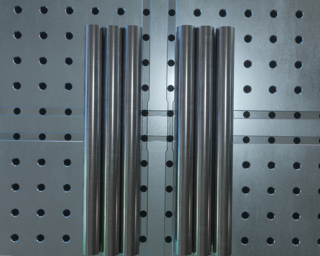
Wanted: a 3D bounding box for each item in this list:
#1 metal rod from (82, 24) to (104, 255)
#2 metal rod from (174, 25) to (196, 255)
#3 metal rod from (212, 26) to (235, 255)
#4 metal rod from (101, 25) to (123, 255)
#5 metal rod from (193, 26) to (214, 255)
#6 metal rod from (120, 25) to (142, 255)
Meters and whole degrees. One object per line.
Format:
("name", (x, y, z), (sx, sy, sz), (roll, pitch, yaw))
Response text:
("metal rod", (-0.089, 0.015, 0.412), (0.025, 0.025, 0.298), (1, 90, 0))
("metal rod", (0.033, 0.016, 0.413), (0.025, 0.025, 0.298), (1, 90, 0))
("metal rod", (0.085, 0.017, 0.413), (0.025, 0.025, 0.298), (1, 90, 0))
("metal rod", (-0.063, 0.017, 0.412), (0.025, 0.025, 0.298), (1, 90, 0))
("metal rod", (0.058, 0.017, 0.413), (0.025, 0.025, 0.298), (1, 90, 0))
("metal rod", (-0.038, 0.016, 0.413), (0.025, 0.025, 0.298), (1, 90, 0))
